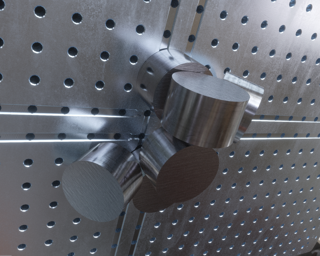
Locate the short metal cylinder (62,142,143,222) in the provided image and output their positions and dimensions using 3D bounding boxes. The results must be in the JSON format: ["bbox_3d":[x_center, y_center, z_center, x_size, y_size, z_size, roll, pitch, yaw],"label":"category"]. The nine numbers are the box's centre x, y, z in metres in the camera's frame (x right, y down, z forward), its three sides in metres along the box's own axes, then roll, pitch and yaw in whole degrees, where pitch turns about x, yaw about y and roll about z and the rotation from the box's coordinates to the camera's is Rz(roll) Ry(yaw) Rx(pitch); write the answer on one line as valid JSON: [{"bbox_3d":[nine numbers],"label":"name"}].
[{"bbox_3d":[-0.068,0.064,0.371,0.050,0.080,0.079,-46,152,-60],"label":"short metal cylinder"}]

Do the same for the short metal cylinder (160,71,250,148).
[{"bbox_3d":[0.045,-0.021,0.321,0.081,0.080,0.050,0,118,-29],"label":"short metal cylinder"}]

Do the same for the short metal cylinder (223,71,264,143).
[{"bbox_3d":[0.091,-0.027,0.400,0.050,0.080,0.079,26,109,5],"label":"short metal cylinder"}]

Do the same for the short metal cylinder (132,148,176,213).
[{"bbox_3d":[-0.010,0.071,0.432,0.081,0.050,0.079,-14,125,-21],"label":"short metal cylinder"}]

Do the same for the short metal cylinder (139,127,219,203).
[{"bbox_3d":[0.022,0.041,0.366,0.081,0.050,0.079,-14,124,-21],"label":"short metal cylinder"}]

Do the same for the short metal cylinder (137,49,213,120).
[{"bbox_3d":[0.019,-0.049,0.374,0.081,0.050,0.079,-14,125,-21],"label":"short metal cylinder"}]
